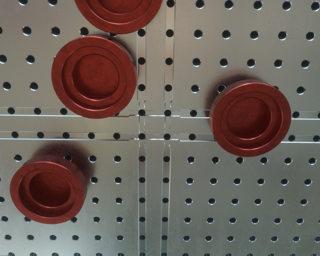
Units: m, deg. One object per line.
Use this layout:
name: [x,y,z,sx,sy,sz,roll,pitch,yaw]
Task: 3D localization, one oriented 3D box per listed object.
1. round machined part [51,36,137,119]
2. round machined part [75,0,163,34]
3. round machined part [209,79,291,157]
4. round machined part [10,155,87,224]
round machined part: [-0.077,-0.064,0.380,0.099,0.042,0.097,0,110,-1]
round machined part: [-0.044,-0.157,0.346,0.099,0.042,0.097,0,110,-1]
round machined part: [0.112,-0.015,0.400,0.099,0.042,0.097,0,110,-1]
round machined part: [-0.151,0.081,0.432,0.099,0.042,0.097,0,110,-1]
